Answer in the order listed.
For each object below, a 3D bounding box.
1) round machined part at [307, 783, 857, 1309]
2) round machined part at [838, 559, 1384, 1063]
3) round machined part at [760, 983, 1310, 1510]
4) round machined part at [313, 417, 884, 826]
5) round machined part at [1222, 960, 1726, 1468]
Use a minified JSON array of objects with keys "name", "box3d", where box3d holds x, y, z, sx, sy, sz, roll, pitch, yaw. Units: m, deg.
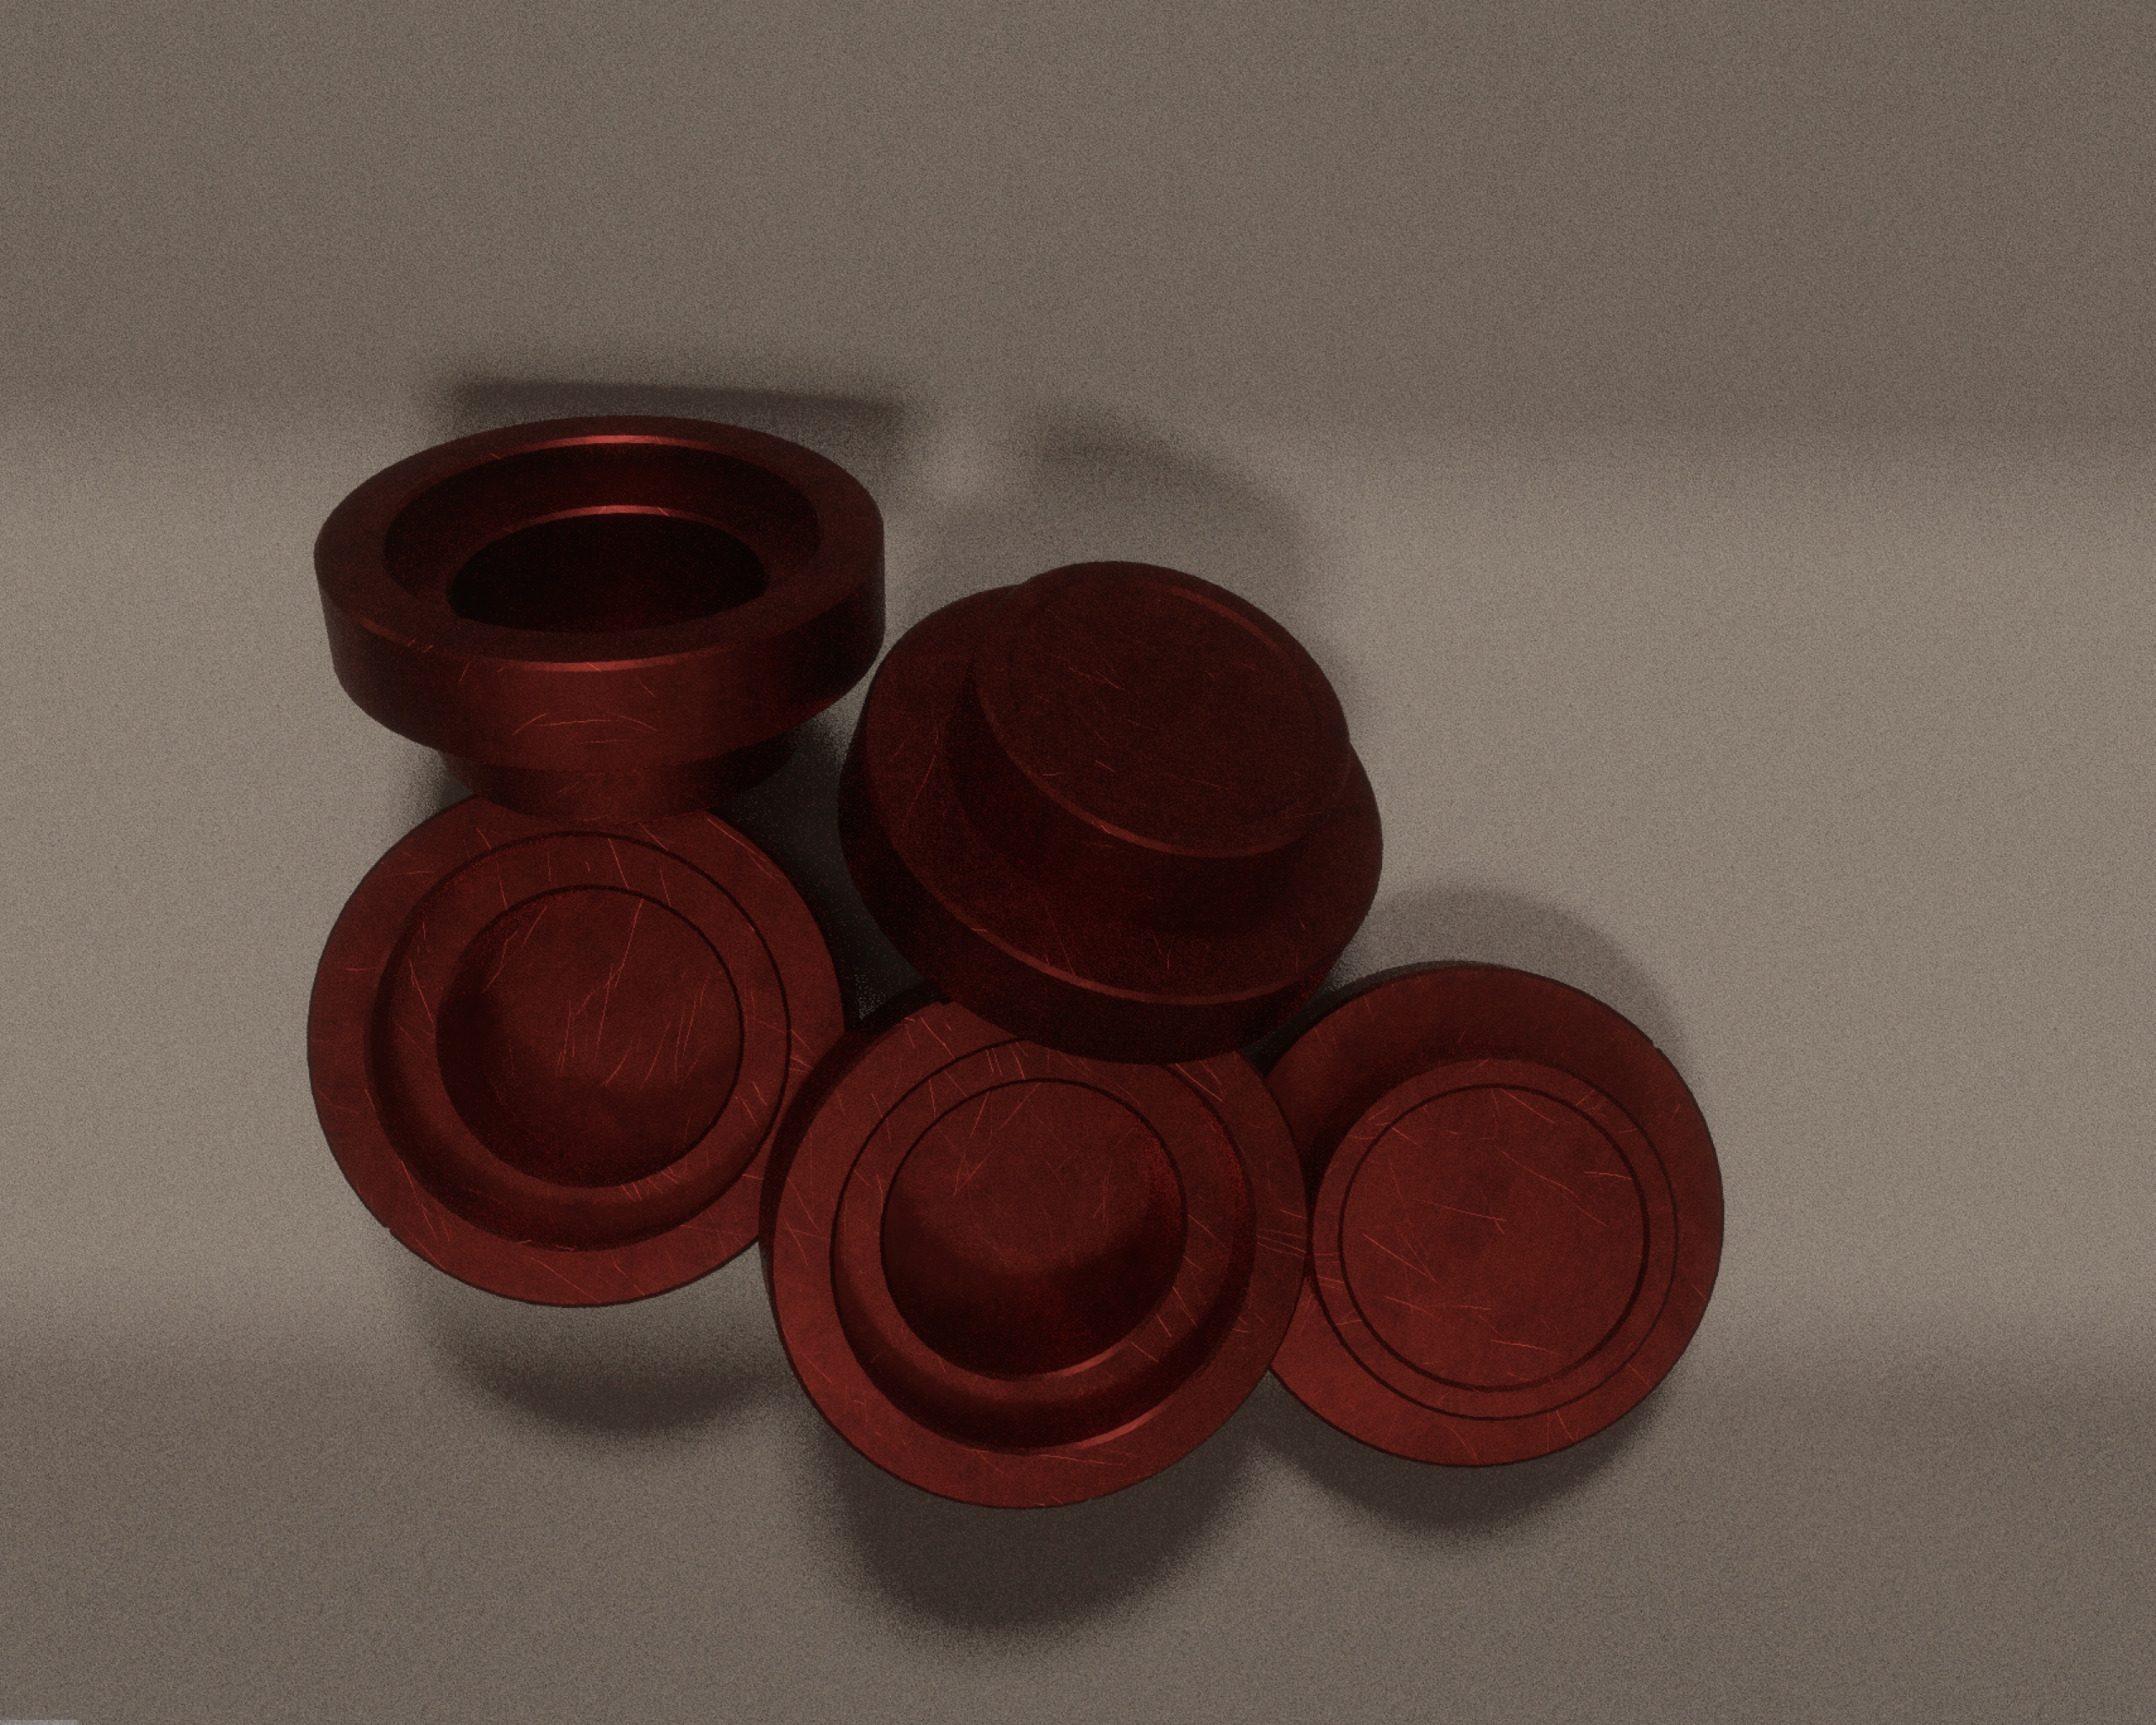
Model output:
[{"name":"round machined part","box3d":[-0.091,0.032,0.399,0.099,0.042,0.097,0,90,-1]},{"name":"round machined part","box3d":[0.010,-0.016,0.374,0.099,0.042,0.098,11,49,-13]},{"name":"round machined part","box3d":[-0.010,0.066,0.390,0.099,0.042,0.097,-2,96,-13]},{"name":"round machined part","box3d":[-0.085,-0.043,0.382,0.099,0.098,0.042,3,126,-1]},{"name":"round machined part","box3d":[0.076,0.068,0.402,0.099,0.042,0.097,0,90,-1]}]
